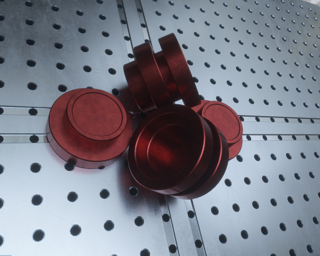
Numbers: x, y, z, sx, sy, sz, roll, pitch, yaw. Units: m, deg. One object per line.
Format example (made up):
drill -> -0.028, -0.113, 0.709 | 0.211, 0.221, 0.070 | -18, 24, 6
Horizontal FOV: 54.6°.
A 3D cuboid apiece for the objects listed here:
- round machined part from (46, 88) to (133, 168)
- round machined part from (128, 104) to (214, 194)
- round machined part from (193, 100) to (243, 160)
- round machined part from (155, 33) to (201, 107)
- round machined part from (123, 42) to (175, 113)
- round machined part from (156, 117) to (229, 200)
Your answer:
round machined part -> -0.077, -0.006, 0.359 | 0.099, 0.042, 0.098 | 13, 56, -21
round machined part -> 0.015, 0.026, 0.347 | 0.042, 0.098, 0.098 | 34, 43, -48
round machined part -> 0.077, 0.001, 0.438 | 0.099, 0.042, 0.098 | 13, 56, -21
round machined part -> 0.016, -0.069, 0.403 | 0.042, 0.098, 0.098 | -22, 68, 6
round machined part -> -0.015, -0.058, 0.403 | 0.042, 0.098, 0.098 | -22, 68, 6
round machined part -> 0.037, 0.037, 0.370 | 0.042, 0.098, 0.098 | 35, 43, -48
